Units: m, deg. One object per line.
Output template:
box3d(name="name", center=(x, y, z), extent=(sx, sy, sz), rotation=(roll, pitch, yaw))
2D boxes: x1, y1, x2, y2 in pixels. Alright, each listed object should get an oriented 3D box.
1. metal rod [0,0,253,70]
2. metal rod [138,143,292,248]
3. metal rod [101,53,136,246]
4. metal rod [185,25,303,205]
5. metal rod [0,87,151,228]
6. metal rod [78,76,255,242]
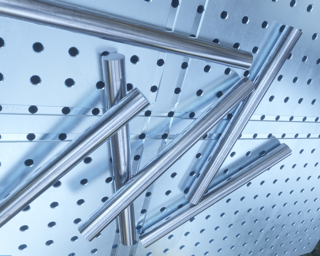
box3d(name="metal rod", center=(-0.014, -0.100, 0.340), extent=(0.302, 0.025, 0.025), rotation=(4, 116, -30))
box3d(name="metal rod", center=(0.099, 0.112, 0.533), extent=(0.301, 0.025, 0.025), rotation=(-30, 128, -9))
box3d(name="metal rod", center=(-0.050, 0.050, 0.413), extent=(0.025, 0.025, 0.298), rotation=(-14, 124, -21))
box3d(name="metal rod", center=(0.119, -0.009, 0.469), extent=(0.025, 0.025, 0.298), rotation=(16, 110, -35))
box3d(name="metal rod", center=(-0.134, 0.059, 0.355), extent=(0.300, 0.025, 0.025), rotation=(-39, 130, 5))
box3d(name="metal rod", center=(0.014, 0.036, 0.417), extent=(0.301, 0.025, 0.025), rotation=(-42, 130, -9))
